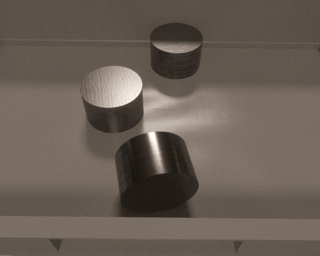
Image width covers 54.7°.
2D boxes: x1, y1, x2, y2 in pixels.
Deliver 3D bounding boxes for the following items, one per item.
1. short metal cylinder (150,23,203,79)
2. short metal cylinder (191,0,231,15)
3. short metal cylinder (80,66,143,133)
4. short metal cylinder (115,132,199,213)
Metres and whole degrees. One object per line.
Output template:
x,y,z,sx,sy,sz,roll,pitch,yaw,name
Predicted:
0.025,-0.123,0.493,0.081,0.050,0.080,0,50,0,short metal cylinder
0.103,-0.270,0.620,0.081,0.050,0.080,0,50,0,short metal cylinder
-0.063,-0.039,0.421,0.081,0.050,0.080,0,50,0,short metal cylinder
-0.005,0.048,0.329,0.081,0.080,0.050,-9,51,-8,short metal cylinder
